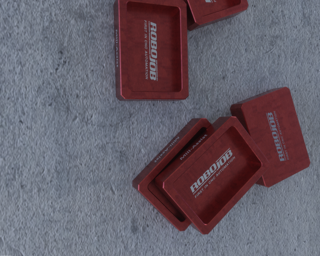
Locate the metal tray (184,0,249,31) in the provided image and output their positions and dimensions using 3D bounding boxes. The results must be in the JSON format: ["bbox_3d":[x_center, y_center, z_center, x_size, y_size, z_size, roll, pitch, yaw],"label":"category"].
[{"bbox_3d":[0.059,-0.211,0.427,0.091,0.030,0.129,-24,98,-19],"label":"metal tray"}]

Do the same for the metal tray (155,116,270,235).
[{"bbox_3d":[0.070,0.058,0.399,0.130,0.030,0.090,-42,104,-15],"label":"metal tray"}]

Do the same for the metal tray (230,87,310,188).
[{"bbox_3d":[0.168,0.012,0.468,0.091,0.030,0.129,-21,97,-19],"label":"metal tray"}]

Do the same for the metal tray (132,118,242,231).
[{"bbox_3d":[0.039,0.060,0.420,0.130,0.030,0.090,-46,104,-14],"label":"metal tray"}]

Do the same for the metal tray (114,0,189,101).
[{"bbox_3d":[-0.011,-0.101,0.401,0.091,0.030,0.129,-2,91,-20],"label":"metal tray"}]
